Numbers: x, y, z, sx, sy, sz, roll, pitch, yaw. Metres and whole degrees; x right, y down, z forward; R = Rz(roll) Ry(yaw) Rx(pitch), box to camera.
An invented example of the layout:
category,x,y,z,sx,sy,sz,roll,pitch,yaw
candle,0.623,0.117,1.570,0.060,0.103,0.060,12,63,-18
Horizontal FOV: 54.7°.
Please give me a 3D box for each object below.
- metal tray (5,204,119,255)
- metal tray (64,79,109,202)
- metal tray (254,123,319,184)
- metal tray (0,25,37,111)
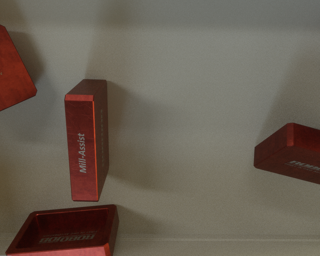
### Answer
category,x,y,z,sx,sy,sz,roll,pitch,yaw
metal tray,-0.128,0.149,0.429,0.131,0.090,0.030,-5,110,1
metal tray,-0.085,0.012,0.379,0.030,0.090,0.129,2,110,-1
metal tray,0.200,0.039,0.397,0.131,0.030,0.090,15,154,-6
metal tray,-0.219,-0.052,0.344,0.131,0.030,0.090,-34,113,-34
